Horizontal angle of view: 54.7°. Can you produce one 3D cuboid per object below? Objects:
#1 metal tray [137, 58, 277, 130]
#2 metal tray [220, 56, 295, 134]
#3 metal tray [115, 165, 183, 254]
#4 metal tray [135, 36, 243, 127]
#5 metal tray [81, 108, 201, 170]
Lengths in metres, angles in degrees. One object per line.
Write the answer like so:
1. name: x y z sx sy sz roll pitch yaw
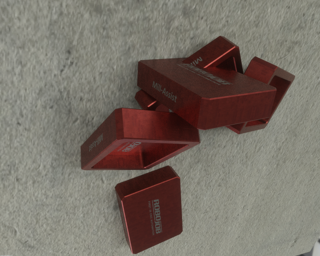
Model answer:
1. metal tray: 0.043 -0.044 0.332 0.091 0.130 0.030 -10 120 -28
2. metal tray: 0.135 -0.041 0.418 0.131 0.030 0.089 -6 125 -58
3. metal tray: -0.013 0.128 0.477 0.091 0.030 0.129 -18 126 -19
4. metal tray: 0.043 -0.043 0.389 0.130 0.030 0.090 -35 141 -4
5. metal tray: -0.028 0.019 0.347 0.091 0.030 0.129 4 159 -29
